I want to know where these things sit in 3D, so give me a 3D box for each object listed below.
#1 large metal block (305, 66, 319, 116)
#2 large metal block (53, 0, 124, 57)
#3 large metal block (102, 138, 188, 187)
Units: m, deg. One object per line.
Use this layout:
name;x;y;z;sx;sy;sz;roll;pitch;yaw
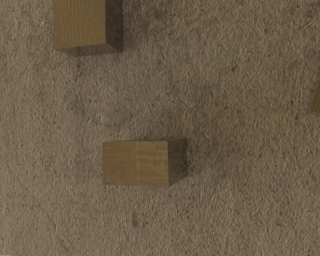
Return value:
large metal block;0.208;-0.045;0.322;0.080;0.050;0.080;17;96;19
large metal block;-0.099;-0.147;0.431;0.080;0.050;0.080;-1;90;20
large metal block;-0.015;0.040;0.385;0.080;0.080;0.050;-2;90;20
